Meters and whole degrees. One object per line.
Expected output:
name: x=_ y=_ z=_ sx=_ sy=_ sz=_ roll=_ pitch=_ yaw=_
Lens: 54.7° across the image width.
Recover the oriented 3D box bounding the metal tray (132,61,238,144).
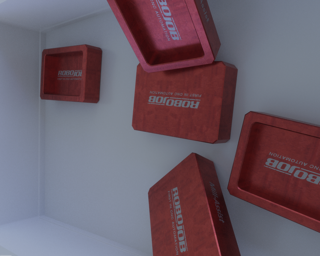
metal tray: x=0.025 y=-0.035 z=0.381 sx=0.130 sy=0.030 sz=0.089 roll=9 pitch=96 yaw=39

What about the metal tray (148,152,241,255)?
metal tray: x=0.030 y=0.102 z=0.336 sx=0.090 sy=0.030 sz=0.130 roll=-44 pitch=33 yaw=29

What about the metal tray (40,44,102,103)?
metal tray: x=-0.155 y=-0.090 z=0.527 sx=0.130 sy=0.030 sz=0.089 roll=7 pitch=94 yaw=39

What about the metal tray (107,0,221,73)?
metal tray: x=0.001 y=-0.122 z=0.321 sx=0.090 sy=0.130 sz=0.030 roll=-3 pitch=45 yaw=30

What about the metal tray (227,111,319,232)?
metal tray: x=0.136 y=0.041 z=0.290 sx=0.130 sy=0.030 sz=0.089 roll=18 pitch=102 yaw=38
